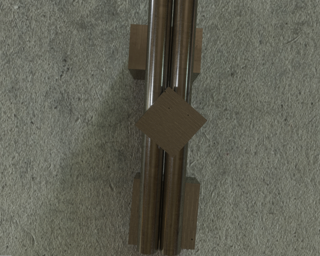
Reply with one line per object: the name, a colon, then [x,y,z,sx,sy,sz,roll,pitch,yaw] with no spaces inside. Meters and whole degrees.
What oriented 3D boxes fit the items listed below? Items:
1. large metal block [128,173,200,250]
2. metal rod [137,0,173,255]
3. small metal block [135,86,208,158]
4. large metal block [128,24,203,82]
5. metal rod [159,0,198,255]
large metal block: [0.005,0.104,0.398,0.080,0.050,0.080,5,90,0]
metal rod: [-0.006,-0.008,0.338,0.025,0.025,0.298,3,97,0]
small metal block: [0.011,-0.007,0.314,0.050,0.025,0.050,41,95,-6]
large metal block: [0.006,-0.089,0.384,0.080,0.080,0.050,3,90,0]
metal rod: [0.020,-0.007,0.338,0.025,0.025,0.298,3,97,0]
